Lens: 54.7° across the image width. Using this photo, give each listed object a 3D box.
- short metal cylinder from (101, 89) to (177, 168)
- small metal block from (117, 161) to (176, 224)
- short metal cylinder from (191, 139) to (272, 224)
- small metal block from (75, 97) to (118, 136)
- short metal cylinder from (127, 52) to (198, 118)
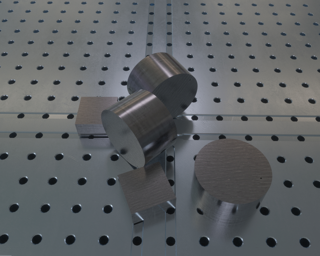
[{"bbox_3d":[-0.025,0.001,0.371,0.050,0.080,0.080,-35,59,-27],"label":"short metal cylinder"},{"bbox_3d":[-0.015,0.072,0.347,0.050,0.025,0.050,-17,52,-14],"label":"small metal block"},{"bbox_3d":[0.076,0.058,0.343,0.081,0.050,0.080,0,50,0],"label":"short metal cylinder"},{"bbox_3d":[-0.083,-0.016,0.420,0.050,0.025,0.050,0,50,0],"label":"small metal block"},{"bbox_3d":[0.003,-0.054,0.417,0.081,0.080,0.050,-25,54,-19],"label":"short metal cylinder"}]
